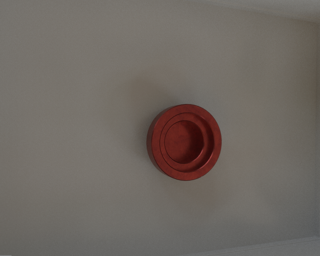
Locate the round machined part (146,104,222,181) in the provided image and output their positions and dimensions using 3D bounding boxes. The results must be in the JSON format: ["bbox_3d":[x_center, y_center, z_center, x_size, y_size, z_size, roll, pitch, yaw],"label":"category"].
[{"bbox_3d":[0.029,0.018,0.412,0.099,0.042,0.097,0,90,-20],"label":"round machined part"}]
